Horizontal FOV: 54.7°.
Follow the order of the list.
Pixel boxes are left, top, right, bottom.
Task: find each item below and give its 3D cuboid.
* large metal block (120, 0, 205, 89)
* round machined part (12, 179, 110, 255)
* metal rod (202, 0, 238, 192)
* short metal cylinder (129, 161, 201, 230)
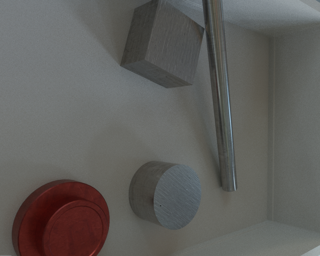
[{"bbox_3d":[0.005,-0.104,0.396,0.080,0.050,0.080,20,77,-39],"label":"large metal block"},{"bbox_3d":[-0.094,0.104,0.319,0.099,0.042,0.097,0,90,-40],"label":"round machined part"},{"bbox_3d":[0.089,-0.038,0.449,0.025,0.025,0.298,-28,118,-37],"label":"metal rod"},{"bbox_3d":[0.007,0.084,0.399,0.081,0.050,0.079,0,90,-40],"label":"short metal cylinder"}]
